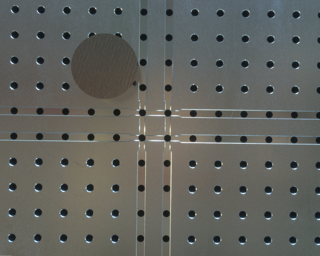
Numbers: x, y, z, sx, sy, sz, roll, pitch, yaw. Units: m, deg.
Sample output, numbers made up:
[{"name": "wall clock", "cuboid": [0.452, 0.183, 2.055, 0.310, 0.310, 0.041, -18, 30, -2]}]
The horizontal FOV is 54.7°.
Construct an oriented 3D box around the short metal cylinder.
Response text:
[{"name": "short metal cylinder", "cuboid": [-0.067, -0.075, 0.400, 0.081, 0.050, 0.079, 0, 90, -1]}]
